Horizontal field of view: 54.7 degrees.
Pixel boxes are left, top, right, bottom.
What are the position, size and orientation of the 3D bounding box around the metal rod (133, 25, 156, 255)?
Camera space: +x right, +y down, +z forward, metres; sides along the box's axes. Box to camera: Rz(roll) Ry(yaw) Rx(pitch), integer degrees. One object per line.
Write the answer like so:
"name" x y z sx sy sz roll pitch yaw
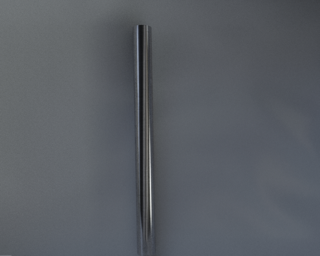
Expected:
"metal rod" -0.021 0.016 0.411 0.025 0.025 0.298 -1 90 -1
